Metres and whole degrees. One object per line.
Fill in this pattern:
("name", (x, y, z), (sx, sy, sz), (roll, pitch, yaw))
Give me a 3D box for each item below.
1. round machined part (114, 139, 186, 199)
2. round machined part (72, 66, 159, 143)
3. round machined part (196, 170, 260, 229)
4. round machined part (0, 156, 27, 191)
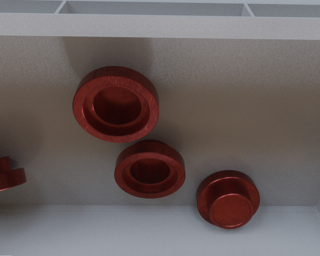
("round machined part", (-0.014, 0.055, 0.444), (0.099, 0.042, 0.097), (0, 130, 0))
("round machined part", (-0.050, -0.032, 0.370), (0.099, 0.042, 0.097), (0, 130, 0))
("round machined part", (0.108, 0.118, 0.484), (0.099, 0.042, 0.097), (0, 115, 0))
("round machined part", (-0.241, 0.067, 0.429), (0.098, 0.098, 0.042), (-13, 90, 10))
